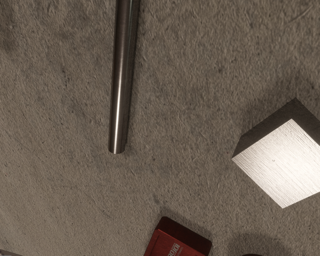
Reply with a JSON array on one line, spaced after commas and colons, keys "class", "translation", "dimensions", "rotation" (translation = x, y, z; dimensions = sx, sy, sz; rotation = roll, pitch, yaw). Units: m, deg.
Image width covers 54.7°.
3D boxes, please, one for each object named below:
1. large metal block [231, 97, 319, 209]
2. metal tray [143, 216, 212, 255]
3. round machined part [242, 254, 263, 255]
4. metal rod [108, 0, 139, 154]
[{"class": "large metal block", "translation": [0.139, 0.028, 0.334], "dimensions": [0.080, 0.050, 0.080], "rotation": [44, 129, -3]}, {"class": "metal tray", "translation": [0.022, 0.217, 0.524], "dimensions": [0.090, 0.030, 0.129], "rotation": [26, 128, 11]}, {"class": "round machined part", "translation": [0.144, 0.227, 0.460], "dimensions": [0.098, 0.042, 0.097], "rotation": [13, 124, 20]}, {"class": "metal rod", "translation": [-0.044, -0.090, 0.372], "dimensions": [0.025, 0.025, 0.298], "rotation": [21, 126, 15]}]
